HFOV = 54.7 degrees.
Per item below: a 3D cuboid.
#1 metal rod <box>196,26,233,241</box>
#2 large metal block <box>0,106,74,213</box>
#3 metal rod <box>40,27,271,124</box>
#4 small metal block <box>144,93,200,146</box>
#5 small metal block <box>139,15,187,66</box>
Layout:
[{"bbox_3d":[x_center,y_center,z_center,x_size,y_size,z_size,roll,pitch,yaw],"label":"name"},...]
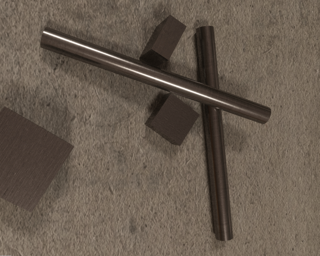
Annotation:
[{"bbox_3d":[0.077,0.009,0.439,0.025,0.025,0.298,-7,92,-20],"label":"metal rod"},{"bbox_3d":[-0.154,0.033,0.339,0.080,0.050,0.080,34,79,-17],"label":"large metal block"},{"bbox_3d":[0.005,-0.061,0.394,0.302,0.025,0.025,17,84,-13],"label":"metal rod"},{"bbox_3d":[0.016,-0.011,0.416,0.050,0.025,0.050,36,78,-17],"label":"small metal block"},{"bbox_3d":[0.003,-0.110,0.398,0.025,0.050,0.050,30,80,-18],"label":"small metal block"}]
